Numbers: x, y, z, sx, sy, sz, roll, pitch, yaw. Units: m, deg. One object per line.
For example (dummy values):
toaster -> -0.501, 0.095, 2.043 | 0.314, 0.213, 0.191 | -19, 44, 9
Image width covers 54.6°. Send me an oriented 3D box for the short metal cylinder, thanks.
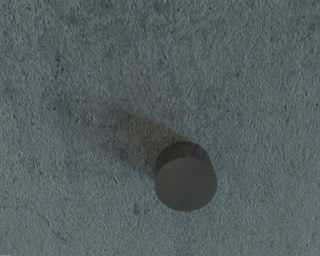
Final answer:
short metal cylinder -> 0.033, 0.065, 0.420 | 0.080, 0.050, 0.079 | 0, 110, 0
